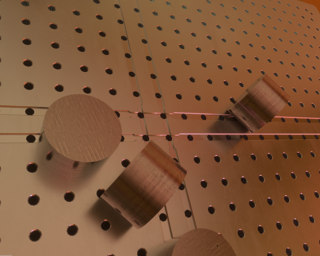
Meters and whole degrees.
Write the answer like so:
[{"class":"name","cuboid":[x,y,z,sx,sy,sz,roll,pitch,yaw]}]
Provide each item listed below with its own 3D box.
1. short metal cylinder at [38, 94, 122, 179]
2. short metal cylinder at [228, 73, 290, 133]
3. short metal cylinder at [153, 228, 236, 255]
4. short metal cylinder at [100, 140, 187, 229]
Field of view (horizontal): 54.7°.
[{"class":"short metal cylinder","cuboid":[-0.088,0.010,0.339,0.081,0.050,0.080,14,56,-21]},{"class":"short metal cylinder","cuboid":[0.152,-0.038,0.481,0.050,0.080,0.080,44,51,2]},{"class":"short metal cylinder","cuboid":[0.036,0.150,0.321,0.081,0.050,0.080,14,56,-21]},{"class":"short metal cylinder","cuboid":[-0.017,0.059,0.329,0.050,0.080,0.080,42,51,0]}]
